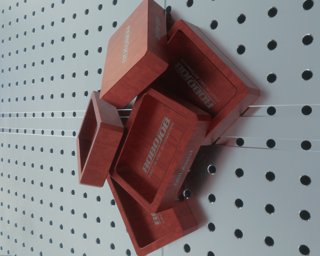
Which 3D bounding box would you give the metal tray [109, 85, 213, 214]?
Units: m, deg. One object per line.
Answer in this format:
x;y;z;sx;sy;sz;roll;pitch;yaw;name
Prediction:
-0.005;0.023;0.369;0.090;0.030;0.129;35;111;34;metal tray

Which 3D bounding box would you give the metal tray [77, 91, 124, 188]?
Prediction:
-0.089;0.011;0.437;0.089;0.030;0.130;-67;24;18;metal tray

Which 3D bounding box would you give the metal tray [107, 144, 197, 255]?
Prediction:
-0.017;0.094;0.418;0.090;0.030;0.130;-40;66;32;metal tray

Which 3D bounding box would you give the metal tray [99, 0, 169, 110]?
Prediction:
-0.032;-0.097;0.391;0.090;0.030;0.130;-37;37;33;metal tray

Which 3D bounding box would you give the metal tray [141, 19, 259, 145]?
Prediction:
0.041;-0.054;0.370;0.090;0.030;0.130;-51;61;27;metal tray
